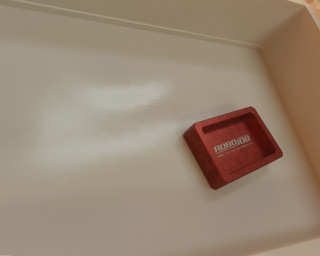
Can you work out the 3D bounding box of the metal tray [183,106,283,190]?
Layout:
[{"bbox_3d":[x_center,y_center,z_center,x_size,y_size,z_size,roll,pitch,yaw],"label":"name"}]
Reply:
[{"bbox_3d":[0.108,0.024,0.447,0.131,0.030,0.090,-16,70,-35],"label":"metal tray"}]
